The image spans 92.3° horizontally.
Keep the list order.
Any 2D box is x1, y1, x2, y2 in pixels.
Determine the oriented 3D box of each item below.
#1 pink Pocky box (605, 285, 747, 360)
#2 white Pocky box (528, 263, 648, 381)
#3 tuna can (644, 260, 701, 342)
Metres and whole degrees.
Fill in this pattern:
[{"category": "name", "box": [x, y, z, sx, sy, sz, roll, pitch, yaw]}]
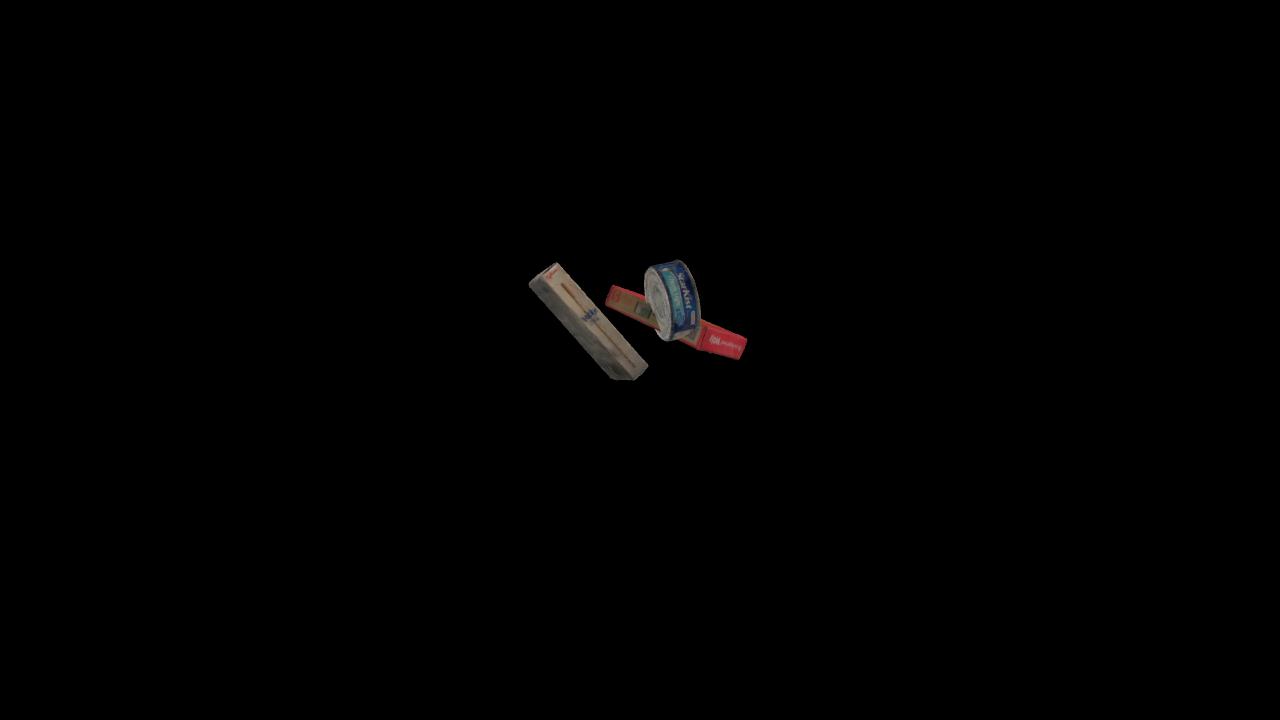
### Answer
[{"category": "pink Pocky box", "box": [0.040, -0.044, 0.710, 0.155, 0.029, 0.084, 28, 11, 40]}, {"category": "white Pocky box", "box": [-0.061, -0.040, 0.698, 0.028, 0.154, 0.084, -45, 14, -14]}, {"category": "tuna can", "box": [0.033, -0.063, 0.656, 0.034, 0.084, 0.084, -14, 4, -14]}]
